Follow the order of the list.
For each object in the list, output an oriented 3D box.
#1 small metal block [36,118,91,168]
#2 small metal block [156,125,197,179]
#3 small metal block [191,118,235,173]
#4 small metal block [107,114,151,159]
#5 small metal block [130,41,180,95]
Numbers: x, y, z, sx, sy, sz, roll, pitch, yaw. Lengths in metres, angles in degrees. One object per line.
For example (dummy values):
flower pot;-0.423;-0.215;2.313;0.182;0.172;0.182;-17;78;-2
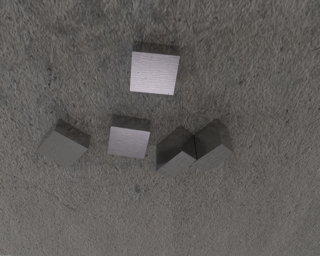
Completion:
small metal block;-0.131;0.022;0.424;0.050;0.025;0.050;33;123;-25
small metal block;0.021;0.033;0.419;0.025;0.050;0.050;34;122;-25
small metal block;0.067;0.023;0.411;0.025;0.050;0.050;36;121;-27
small metal block;-0.042;0.012;0.417;0.050;0.025;0.050;8;130;-8
small metal block;-0.007;-0.067;0.350;0.050;0.025;0.050;5;130;-5
